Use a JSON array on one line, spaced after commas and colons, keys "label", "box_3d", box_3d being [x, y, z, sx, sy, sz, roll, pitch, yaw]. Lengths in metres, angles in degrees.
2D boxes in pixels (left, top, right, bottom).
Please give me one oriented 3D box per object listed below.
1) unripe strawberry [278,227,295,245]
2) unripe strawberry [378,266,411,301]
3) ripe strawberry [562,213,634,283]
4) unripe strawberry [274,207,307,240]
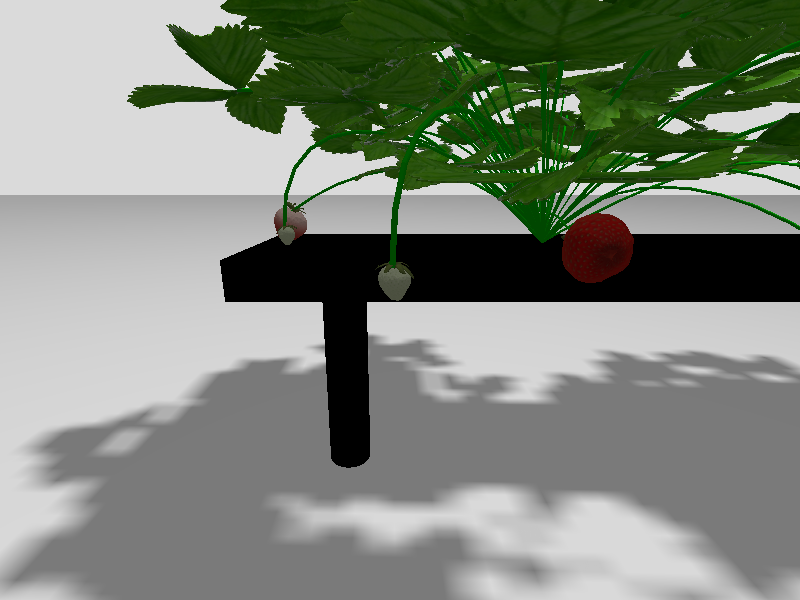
[{"label": "unripe strawberry", "box_3d": [-0.069, -0.039, 0.244, 0.010, 0.011, 0.011, -9, 18, -27]}, {"label": "unripe strawberry", "box_3d": [-0.002, -0.006, 0.157, 0.013, 0.014, 0.014, 10, 19, 31]}, {"label": "ripe strawberry", "box_3d": [0.102, -0.026, 0.205, 0.034, 0.036, 0.037, 2, 17, 8]}, {"label": "unripe strawberry", "box_3d": [-0.102, -0.069, 0.369, 0.030, 0.031, 0.029, 26, 17, -2]}]
